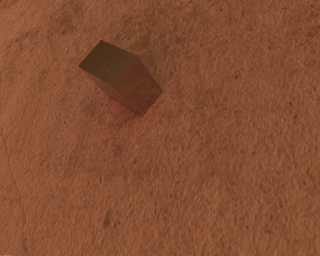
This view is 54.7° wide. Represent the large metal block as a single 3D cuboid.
[{"bbox_3d":[-0.054,-0.069,0.438,0.080,0.080,0.050,32,80,37],"label":"large metal block"}]
